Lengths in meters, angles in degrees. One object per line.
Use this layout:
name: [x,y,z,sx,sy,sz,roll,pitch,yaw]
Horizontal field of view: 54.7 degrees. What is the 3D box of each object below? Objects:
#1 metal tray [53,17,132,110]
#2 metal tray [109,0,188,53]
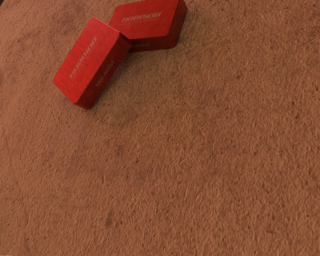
metal tray: [-0.113,-0.106,0.504,0.090,0.030,0.130,40,99,37]
metal tray: [-0.027,-0.173,0.521,0.130,0.030,0.090,2,63,29]
